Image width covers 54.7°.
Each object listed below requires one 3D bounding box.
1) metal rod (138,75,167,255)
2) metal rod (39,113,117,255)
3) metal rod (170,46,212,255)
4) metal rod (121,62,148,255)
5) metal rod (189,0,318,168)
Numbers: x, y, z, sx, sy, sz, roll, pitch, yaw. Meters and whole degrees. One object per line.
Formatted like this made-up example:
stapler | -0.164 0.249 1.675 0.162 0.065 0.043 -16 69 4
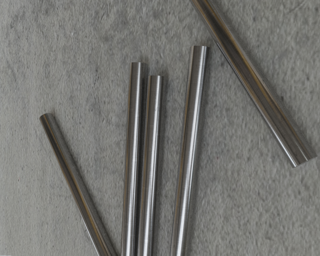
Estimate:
metal rod | -0.012 0.081 0.412 0.025 0.025 0.298 6 94 39
metal rod | -0.139 0.097 0.516 0.025 0.025 0.299 -46 63 30
metal rod | 0.034 0.054 0.375 0.025 0.025 0.298 9 96 39
metal rod | -0.037 0.060 0.433 0.025 0.025 0.298 5 93 39
metal rod | 0.076 -0.095 0.341 0.025 0.025 0.299 -39 67 33
